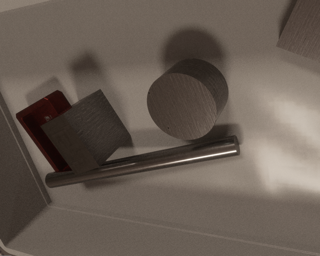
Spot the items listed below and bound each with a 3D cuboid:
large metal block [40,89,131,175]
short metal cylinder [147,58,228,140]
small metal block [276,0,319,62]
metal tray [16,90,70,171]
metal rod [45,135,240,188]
[{"bbox_3d":[-0.099,0.004,0.426,0.050,0.080,0.080,-21,107,35],"label":"large metal block"},{"bbox_3d":[0.032,-0.033,0.354,0.080,0.050,0.079,13,124,20],"label":"short metal cylinder"},{"bbox_3d":[0.141,-0.091,0.278,0.050,0.025,0.050,25,127,12],"label":"small metal block"},{"bbox_3d":[-0.160,0.014,0.495,0.090,0.030,0.130,-20,108,35],"label":"metal tray"},{"bbox_3d":[-0.041,0.052,0.434,0.300,0.025,0.025,-13,112,24],"label":"metal rod"}]
